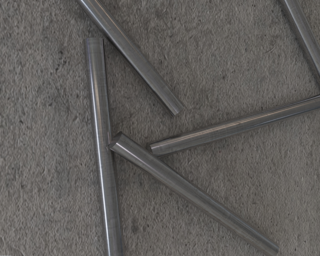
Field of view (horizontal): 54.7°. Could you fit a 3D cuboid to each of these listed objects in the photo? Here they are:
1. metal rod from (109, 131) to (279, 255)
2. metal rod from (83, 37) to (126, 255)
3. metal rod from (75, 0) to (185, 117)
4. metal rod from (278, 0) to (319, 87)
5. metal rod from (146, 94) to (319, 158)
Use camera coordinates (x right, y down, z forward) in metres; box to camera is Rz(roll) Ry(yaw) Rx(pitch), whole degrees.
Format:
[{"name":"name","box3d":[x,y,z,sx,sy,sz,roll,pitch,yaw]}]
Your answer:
[{"name":"metal rod","box3d":[0.059,0.100,0.419,0.301,0.025,0.025,38,78,-21]},{"name":"metal rod","box3d":[-0.067,0.041,0.384,0.025,0.025,0.298,-6,92,-20]},{"name":"metal rod","box3d":[-0.070,-0.135,0.382,0.025,0.025,0.300,-43,104,-15]},{"name":"metal rod","box3d":[0.233,-0.144,0.494,0.025,0.025,0.299,-35,101,-17]},{"name":"metal rod","box3d":[0.124,-0.006,0.454,0.302,0.025,0.025,-15,95,-20]}]
